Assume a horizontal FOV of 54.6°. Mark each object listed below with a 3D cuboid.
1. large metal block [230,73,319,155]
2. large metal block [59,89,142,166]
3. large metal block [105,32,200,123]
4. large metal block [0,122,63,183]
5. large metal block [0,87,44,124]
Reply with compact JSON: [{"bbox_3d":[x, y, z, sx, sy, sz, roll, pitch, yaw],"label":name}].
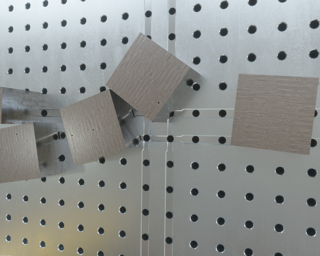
[{"bbox_3d":[0.129,-0.016,0.354,0.080,0.050,0.080,7,92,20],"label":"large metal block"},{"bbox_3d":[-0.081,0.000,0.428,0.080,0.050,0.080,-19,84,19],"label":"large metal block"},{"bbox_3d":[-0.009,-0.063,0.403,0.080,0.050,0.080,39,102,16],"label":"large metal block"},{"bbox_3d":[-0.201,0.037,0.471,0.080,0.050,0.080,-10,87,19],"label":"large metal block"},{"bbox_3d":[-0.237,-0.033,0.468,0.080,0.080,0.050,3,91,20],"label":"large metal block"}]
